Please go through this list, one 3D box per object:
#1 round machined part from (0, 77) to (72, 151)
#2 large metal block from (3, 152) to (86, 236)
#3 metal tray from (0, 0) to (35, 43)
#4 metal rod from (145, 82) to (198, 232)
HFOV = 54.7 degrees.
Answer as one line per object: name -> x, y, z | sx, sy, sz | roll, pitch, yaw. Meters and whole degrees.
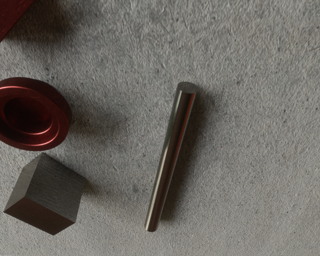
round machined part -> -0.157, -0.020, 0.376 | 0.099, 0.042, 0.097 | -1, 130, 0
large metal block -> -0.163, 0.096, 0.450 | 0.050, 0.080, 0.080 | -34, 123, 25
metal tray -> -0.184, -0.145, 0.278 | 0.090, 0.030, 0.130 | -35, 122, 26
metal rod -> 0.009, 0.064, 0.461 | 0.025, 0.025, 0.298 | 7, 130, -6
